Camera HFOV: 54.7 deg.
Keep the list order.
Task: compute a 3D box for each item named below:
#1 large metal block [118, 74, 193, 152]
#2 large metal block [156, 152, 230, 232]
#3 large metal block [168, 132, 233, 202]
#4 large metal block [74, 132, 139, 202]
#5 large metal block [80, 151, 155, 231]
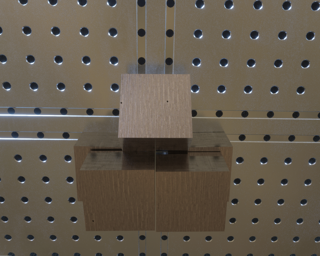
[{"bbox_3d":[-0.005,-0.017,0.372,0.081,0.050,0.080,0,68,-1],"label":"large metal block"},{"bbox_3d":[0.036,0.076,0.373,0.081,0.050,0.079,0,110,-1],"label":"large metal block"},{"bbox_3d":[0.050,0.052,0.419,0.081,0.050,0.079,-1,110,0],"label":"large metal block"},{"bbox_3d":[-0.067,0.052,0.419,0.081,0.050,0.079,1,110,-1],"label":"large metal block"},{"bbox_3d":[-0.046,0.074,0.370,0.081,0.050,0.079,0,110,-1],"label":"large metal block"}]
